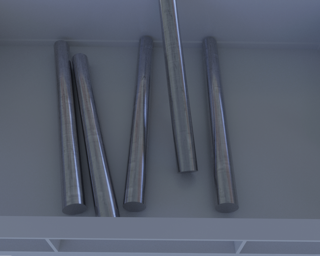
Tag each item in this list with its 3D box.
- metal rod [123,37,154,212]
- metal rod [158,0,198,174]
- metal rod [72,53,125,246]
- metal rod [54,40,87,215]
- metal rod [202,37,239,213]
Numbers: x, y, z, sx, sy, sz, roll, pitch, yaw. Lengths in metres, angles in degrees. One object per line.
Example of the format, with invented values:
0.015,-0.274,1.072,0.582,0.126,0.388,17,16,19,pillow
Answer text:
-0.025,-0.030,0.429,0.025,0.025,0.300,1,50,0,metal rod
0.018,-0.092,0.403,0.025,0.025,0.299,-4,75,-4,metal rod
-0.088,0.001,0.402,0.025,0.025,0.300,-12,51,-10,metal rod
-0.128,-0.025,0.423,0.025,0.025,0.300,-11,51,-9,metal rod
0.078,-0.029,0.429,0.025,0.025,0.300,2,50,1,metal rod
